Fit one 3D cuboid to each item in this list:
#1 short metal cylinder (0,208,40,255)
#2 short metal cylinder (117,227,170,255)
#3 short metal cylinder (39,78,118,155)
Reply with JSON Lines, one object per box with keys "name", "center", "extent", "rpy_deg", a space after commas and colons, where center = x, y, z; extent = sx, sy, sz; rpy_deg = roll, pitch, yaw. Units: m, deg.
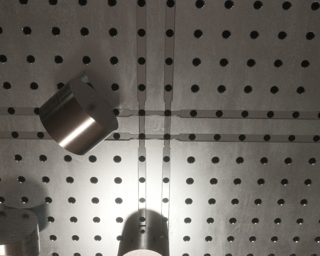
{"name": "short metal cylinder", "center": [-0.215, 0.159, 0.440], "extent": [0.081, 0.080, 0.050], "rpy_deg": [4, 110, -2]}
{"name": "short metal cylinder", "center": [-0.025, 0.200, 0.474], "extent": [0.081, 0.050, 0.079], "rpy_deg": [0, 110, -1]}
{"name": "short metal cylinder", "center": [-0.097, -0.014, 0.378], "extent": [0.050, 0.080, 0.080], "rpy_deg": [-39, 106, 13]}
